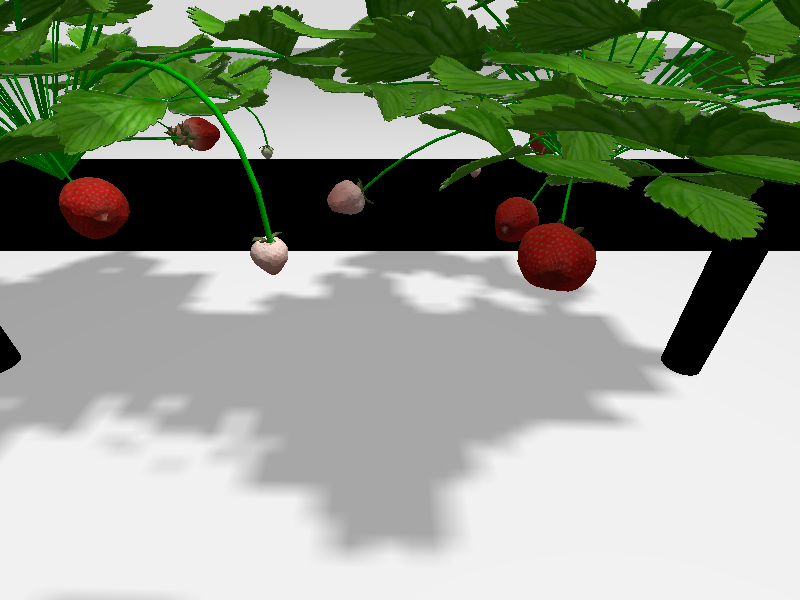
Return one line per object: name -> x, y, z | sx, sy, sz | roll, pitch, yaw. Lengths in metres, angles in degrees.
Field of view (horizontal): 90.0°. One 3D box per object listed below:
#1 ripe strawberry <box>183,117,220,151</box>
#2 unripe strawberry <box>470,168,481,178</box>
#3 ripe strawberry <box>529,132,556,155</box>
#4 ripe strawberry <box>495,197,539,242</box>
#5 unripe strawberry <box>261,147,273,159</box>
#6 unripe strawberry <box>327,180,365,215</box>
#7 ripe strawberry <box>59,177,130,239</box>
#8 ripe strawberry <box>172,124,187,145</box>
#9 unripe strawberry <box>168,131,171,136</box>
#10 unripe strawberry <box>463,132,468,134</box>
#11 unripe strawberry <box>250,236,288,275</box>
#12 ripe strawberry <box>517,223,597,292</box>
ripe strawberry -> -0.209, -0.177, 0.426 | 0.037, 0.033, 0.034 | 25, 40, 32
unripe strawberry -> 0.067, -0.115, 0.358 | 0.011, 0.011, 0.011 | 4, 34, 6
ripe strawberry -> 0.149, -0.167, 0.414 | 0.032, 0.034, 0.035 | -2, 33, -3
ripe strawberry -> 0.068, -0.046, 0.239 | 0.026, 0.027, 0.028 | 21, 40, 28
unripe strawberry -> -0.131, -0.146, 0.397 | 0.011, 0.012, 0.011 | -12, 35, -17
unripe strawberry -> -0.038, -0.069, 0.273 | 0.024, 0.023, 0.026 | -23, 39, -13
ripe strawberry -> -0.185, -0.055, 0.245 | 0.035, 0.037, 0.037 | -28, 43, -35
ripe strawberry -> -0.240, -0.185, 0.447 | 0.027, 0.023, 0.027 | 14, 36, 20
unripe strawberry -> -0.276, -0.203, 0.488 | 0.011, 0.010, 0.011 | 4, -13, 5
unripe strawberry -> 0.086, -0.214, 0.494 | 0.023, 0.020, 0.021 | -12, 0, -17
unripe strawberry -> -0.068, -0.023, 0.211 | 0.019, 0.020, 0.018 | 22, 39, 29
ripe strawberry -> 0.074, -0.019, 0.190 | 0.036, 0.031, 0.036 | 14, 37, 20
